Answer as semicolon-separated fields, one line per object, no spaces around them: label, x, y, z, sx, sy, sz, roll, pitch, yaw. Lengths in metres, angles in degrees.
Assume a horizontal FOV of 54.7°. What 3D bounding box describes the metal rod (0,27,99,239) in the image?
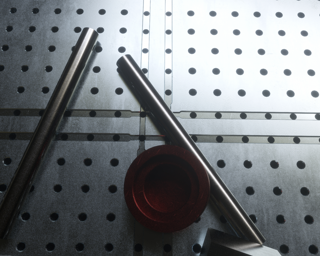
metal rod;-0.147;-0.007;0.412;0.025;0.025;0.299;16;71;5

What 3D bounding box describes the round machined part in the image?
round machined part;0.010;0.071;0.369;0.098;0.042;0.098;-2;78;12

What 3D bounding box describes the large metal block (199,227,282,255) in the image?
large metal block;0.079;0.163;0.328;0.080;0.050;0.080;17;90;6

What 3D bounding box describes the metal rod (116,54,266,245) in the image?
metal rod;0.031;0.020;0.404;0.025;0.025;0.299;-32;73;-11
